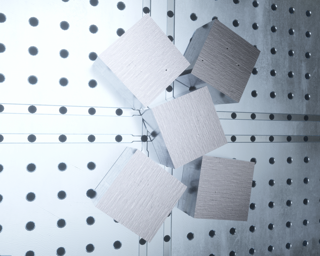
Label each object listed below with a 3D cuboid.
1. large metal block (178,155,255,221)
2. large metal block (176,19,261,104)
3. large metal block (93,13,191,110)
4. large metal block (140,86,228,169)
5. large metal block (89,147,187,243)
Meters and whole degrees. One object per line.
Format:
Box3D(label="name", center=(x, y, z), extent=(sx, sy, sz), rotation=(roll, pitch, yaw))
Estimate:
Box3D(label="large metal block", center=(0.077, 0.080, 0.427), extent=(0.081, 0.050, 0.080), rotation=(10, 87, -20))
Box3D(label="large metal block", center=(0.078, -0.087, 0.427), extent=(0.080, 0.050, 0.080), rotation=(28, 81, -21))
Box3D(label="large metal block", center=(-0.024, -0.080, 0.390), extent=(0.080, 0.050, 0.080), rotation=(-46, 104, -14))
Box3D(label="large metal block", center=(0.031, -0.002, 0.409), extent=(0.081, 0.050, 0.080), rotation=(-24, 98, -18))
Box3D(label="large metal block", center=(-0.028, 0.080, 0.387), extent=(0.080, 0.050, 0.080), rotation=(39, 77, -16))
